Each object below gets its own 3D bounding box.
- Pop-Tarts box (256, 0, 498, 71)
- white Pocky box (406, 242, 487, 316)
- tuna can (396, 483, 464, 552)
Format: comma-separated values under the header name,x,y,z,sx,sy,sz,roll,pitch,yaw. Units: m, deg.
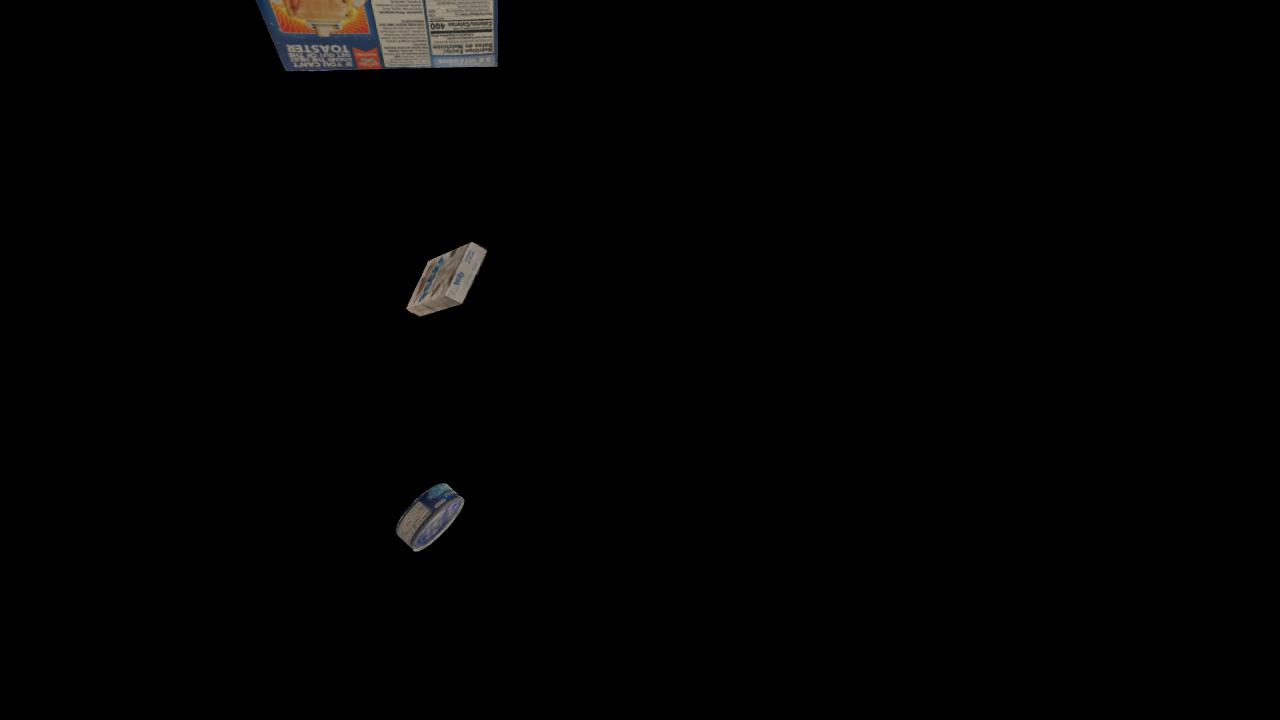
name,x,y,z,sx,sy,sz,roll,pitch,yaw
Pop-Tarts box,-0.195,-0.297,0.452,0.167,0.083,0.141,-9,-17,-16
white Pocky box,-0.264,-0.107,0.833,0.028,0.084,0.154,31,-21,-33
tuna can,-0.262,0.195,0.769,0.034,0.084,0.084,38,8,11
